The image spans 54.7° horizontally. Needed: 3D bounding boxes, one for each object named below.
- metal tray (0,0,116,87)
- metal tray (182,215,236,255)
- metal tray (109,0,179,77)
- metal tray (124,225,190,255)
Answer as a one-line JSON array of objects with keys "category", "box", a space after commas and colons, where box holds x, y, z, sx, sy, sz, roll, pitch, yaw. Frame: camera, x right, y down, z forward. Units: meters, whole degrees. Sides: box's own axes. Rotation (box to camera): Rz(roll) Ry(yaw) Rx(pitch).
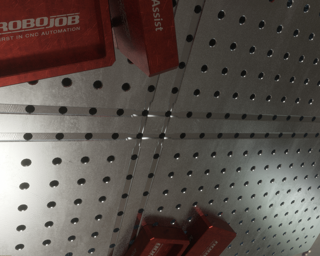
[{"category": "metal tray", "box": [-0.113, -0.094, 0.288, 0.131, 0.030, 0.089, -16, 125, -20]}, {"category": "metal tray", "box": [0.076, 0.234, 0.597, 0.090, 0.030, 0.130, 30, 102, -38]}, {"category": "metal tray", "box": [-0.023, -0.122, 0.281, 0.030, 0.090, 0.129, -21, 127, -16]}, {"category": "metal tray", "box": [-0.018, 0.233, 0.544, 0.091, 0.030, 0.129, 21, 107, -36]}]
